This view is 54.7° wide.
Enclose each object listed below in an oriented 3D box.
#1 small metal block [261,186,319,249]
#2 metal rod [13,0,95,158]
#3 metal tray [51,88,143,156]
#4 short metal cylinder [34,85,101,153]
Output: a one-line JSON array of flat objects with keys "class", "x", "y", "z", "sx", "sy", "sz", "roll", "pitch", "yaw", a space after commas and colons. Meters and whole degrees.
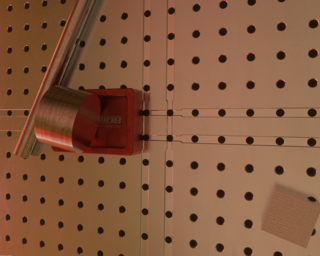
[{"class": "small metal block", "x": 0.151, "y": 0.102, "z": 0.359, "sx": 0.050, "sy": 0.025, "sz": 0.050, "roll": 20, "pitch": 96, "yaw": 18}, {"class": "metal rod", "x": -0.155, "y": -0.091, "z": 0.467, "sx": 0.025, "sy": 0.025, "sz": 0.298, "roll": 28, "pitch": 99, "yaw": 17}, {"class": "metal tray", "x": -0.091, "y": -0.009, "z": 0.441, "sx": 0.130, "sy": 0.030, "sz": 0.089, "roll": 1, "pitch": 90, "yaw": 19}, {"class": "short metal cylinder", "x": -0.119, "y": -0.012, "z": 0.407, "sx": 0.050, "sy": 0.080, "sz": 0.080, "roll": 15, "pitch": 95, "yaw": 10}]
